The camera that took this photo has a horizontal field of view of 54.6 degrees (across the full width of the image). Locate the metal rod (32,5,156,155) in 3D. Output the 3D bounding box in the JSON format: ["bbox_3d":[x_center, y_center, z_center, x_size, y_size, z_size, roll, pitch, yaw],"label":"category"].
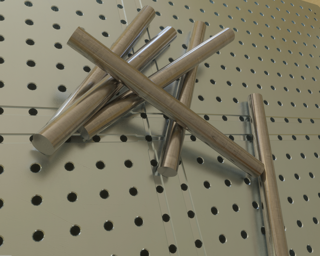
[{"bbox_3d":[-0.072,-0.085,0.421,0.025,0.025,0.301,32,52,-7],"label":"metal rod"}]

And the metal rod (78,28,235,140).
[{"bbox_3d":[0.012,-0.075,0.436,0.302,0.025,0.025,-38,83,-31],"label":"metal rod"}]

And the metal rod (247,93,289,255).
[{"bbox_3d":[0.153,0.075,0.443,0.025,0.025,0.300,16,55,-19],"label":"metal rod"}]

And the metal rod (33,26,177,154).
[{"bbox_3d":[-0.048,-0.070,0.406,0.025,0.025,0.301,39,45,-2],"label":"metal rod"}]

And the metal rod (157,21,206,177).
[{"bbox_3d":[0.040,-0.064,0.467,0.025,0.025,0.300,25,53,-13],"label":"metal rod"}]

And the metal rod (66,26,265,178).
[{"bbox_3d":[0.020,-0.023,0.394,0.301,0.025,0.025,35,51,-17],"label":"metal rod"}]
